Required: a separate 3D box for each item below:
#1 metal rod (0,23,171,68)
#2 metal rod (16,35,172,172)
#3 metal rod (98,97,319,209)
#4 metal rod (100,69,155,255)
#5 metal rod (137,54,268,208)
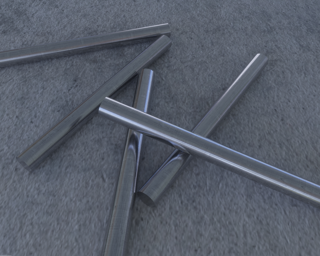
[{"bbox_3d":[-0.129,-0.138,0.517,0.302,0.025,0.025,-14,52,-12],"label":"metal rod"},{"bbox_3d":[-0.075,-0.052,0.445,0.025,0.025,0.301,28,55,21],"label":"metal rod"},{"bbox_3d":[0.070,0.032,0.351,0.301,0.025,0.025,23,53,7],"label":"metal rod"},{"bbox_3d":[-0.034,0.034,0.374,0.025,0.025,0.300,4,50,3],"label":"metal rod"},{"bbox_3d":[0.073,-0.015,0.416,0.025,0.025,0.301,29,55,22],"label":"metal rod"}]
